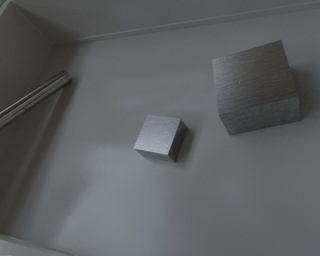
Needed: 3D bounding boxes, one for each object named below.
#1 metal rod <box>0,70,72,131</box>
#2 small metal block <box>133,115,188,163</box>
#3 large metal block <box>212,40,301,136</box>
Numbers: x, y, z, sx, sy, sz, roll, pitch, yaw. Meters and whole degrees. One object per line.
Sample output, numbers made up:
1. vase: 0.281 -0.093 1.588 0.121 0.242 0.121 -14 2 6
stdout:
1. metal rod: -0.253 -0.002 0.465 0.025 0.025 0.301 18 48 34
2. small metal block: 0.001 0.013 0.396 0.050 0.025 0.050 8 65 31
3. large metal block: 0.110 -0.045 0.359 0.080 0.050 0.080 -13 56 20
